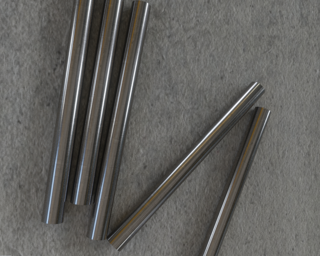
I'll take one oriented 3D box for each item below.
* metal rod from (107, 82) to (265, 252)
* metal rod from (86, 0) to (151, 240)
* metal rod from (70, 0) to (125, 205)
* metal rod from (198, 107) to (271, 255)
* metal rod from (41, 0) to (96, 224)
[{"bbox_3d":[0.044,0.043,0.426,0.301,0.025,0.025,-45,105,-15],"label":"metal rod"},{"bbox_3d":[-0.051,-0.013,0.390,0.025,0.025,0.298,12,86,-20],"label":"metal rod"},{"bbox_3d":[-0.073,-0.057,0.382,0.025,0.025,0.298,10,87,-20],"label":"metal rod"},{"bbox_3d":[0.097,0.109,0.446,0.025,0.025,0.299,26,81,-19],"label":"metal rod"},{"bbox_3d":[-0.106,-0.039,0.370,0.025,0.025,0.298,9,87,-20],"label":"metal rod"}]
